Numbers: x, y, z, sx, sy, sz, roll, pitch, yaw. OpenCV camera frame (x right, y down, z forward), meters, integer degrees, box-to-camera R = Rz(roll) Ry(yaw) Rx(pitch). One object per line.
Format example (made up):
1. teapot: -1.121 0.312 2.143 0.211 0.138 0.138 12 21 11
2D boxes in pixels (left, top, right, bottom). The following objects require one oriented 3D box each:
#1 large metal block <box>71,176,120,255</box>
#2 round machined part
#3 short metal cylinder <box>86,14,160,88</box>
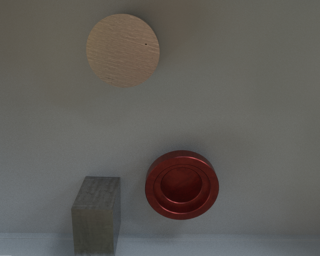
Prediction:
1. large metal block: -0.084 0.122 0.426 0.050 0.080 0.079 2 110 -1
2. round machined part: 0.029 0.075 0.430 0.099 0.042 0.097 0 110 -1
3. short metal cylinder: -0.041 -0.092 0.364 0.081 0.050 0.079 0 110 -1
